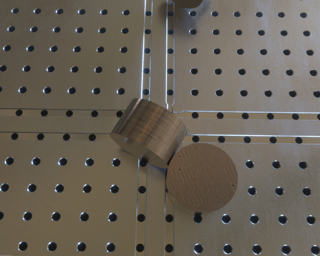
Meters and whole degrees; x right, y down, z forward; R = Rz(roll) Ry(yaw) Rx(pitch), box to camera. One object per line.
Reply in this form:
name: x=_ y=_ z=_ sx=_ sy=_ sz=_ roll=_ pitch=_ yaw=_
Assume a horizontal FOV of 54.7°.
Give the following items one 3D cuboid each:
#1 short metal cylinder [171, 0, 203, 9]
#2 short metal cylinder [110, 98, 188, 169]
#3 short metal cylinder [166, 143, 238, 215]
short metal cylinder: x=0.044 y=-0.230 z=0.467 sx=0.080 sy=0.080 sz=0.050 roll=32 pitch=73 yaw=11
short metal cylinder: x=-0.014 y=0.008 z=0.380 sx=0.080 sy=0.080 sz=0.050 roll=27 pitch=73 yaw=9
short metal cylinder: x=0.048 y=0.063 z=0.375 sx=0.081 sy=0.050 sz=0.080 roll=0 pitch=70 yaw=0
